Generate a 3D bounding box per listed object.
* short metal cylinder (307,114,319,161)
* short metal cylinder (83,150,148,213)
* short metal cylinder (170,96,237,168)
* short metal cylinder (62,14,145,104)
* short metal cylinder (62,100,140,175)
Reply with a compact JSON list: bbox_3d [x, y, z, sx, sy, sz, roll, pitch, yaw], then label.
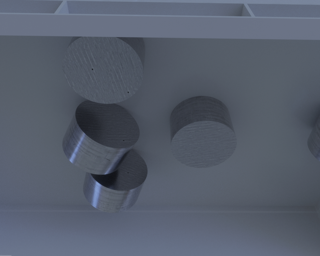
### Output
[{"bbox_3d":[0.233,0.010,0.384,0.081,0.080,0.050,2,130,-2],"label":"short metal cylinder"},{"bbox_3d":[-0.063,0.070,0.432,0.081,0.080,0.050,13,129,-11],"label":"short metal cylinder"},{"bbox_3d":[0.053,0.006,0.398,0.081,0.050,0.079,0,130,0],"label":"short metal cylinder"},{"bbox_3d":[-0.057,-0.073,0.330,0.081,0.050,0.079,0,130,0],"label":"short metal cylinder"},{"bbox_3d":[-0.072,0.010,0.381,0.080,0.080,0.050,22,127,-18],"label":"short metal cylinder"}]
